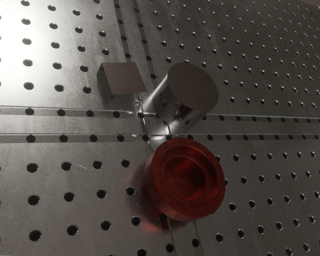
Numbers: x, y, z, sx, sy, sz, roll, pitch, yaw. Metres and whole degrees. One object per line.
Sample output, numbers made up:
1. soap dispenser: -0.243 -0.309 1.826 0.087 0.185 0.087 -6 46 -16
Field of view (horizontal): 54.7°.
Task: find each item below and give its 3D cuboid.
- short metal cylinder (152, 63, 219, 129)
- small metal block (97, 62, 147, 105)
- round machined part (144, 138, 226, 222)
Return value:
1. short metal cylinder: 0.036 -0.046 0.441 0.081 0.050 0.080 14 56 -21
2. small metal block: -0.052 -0.061 0.419 0.050 0.025 0.050 -8 66 -32
3. round machined part: 0.026 0.064 0.374 0.099 0.042 0.098 14 56 -21
